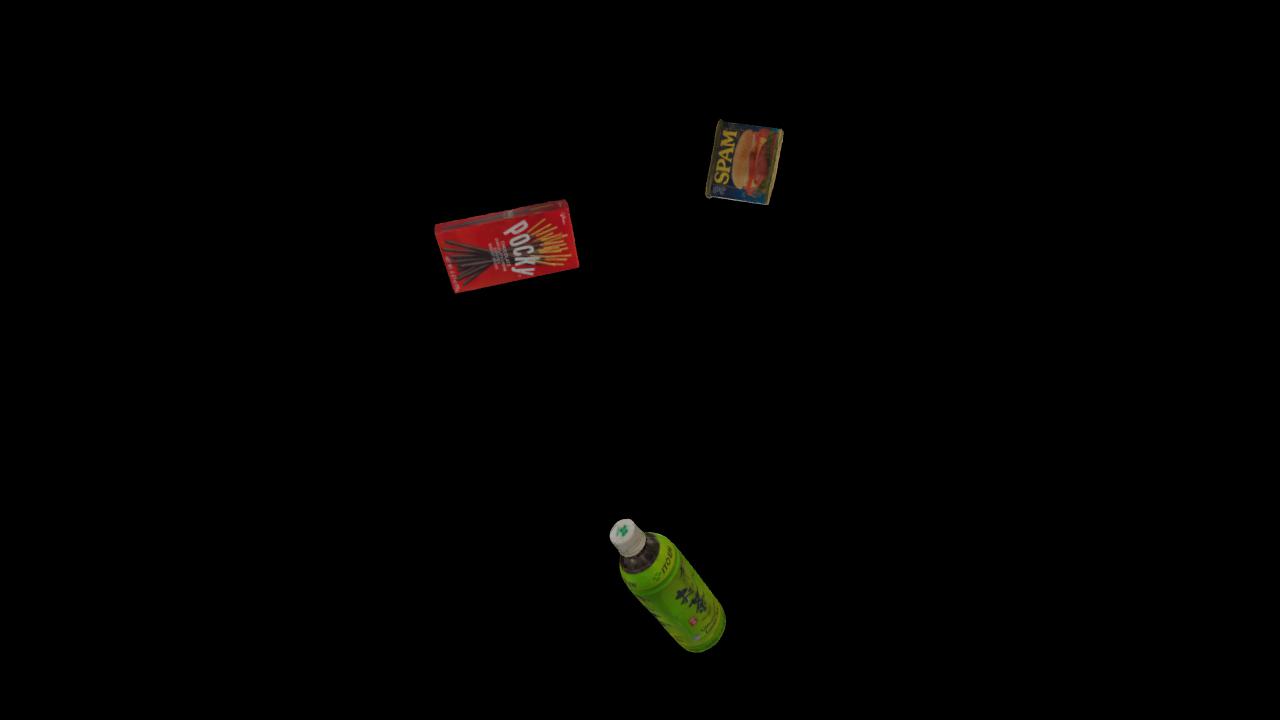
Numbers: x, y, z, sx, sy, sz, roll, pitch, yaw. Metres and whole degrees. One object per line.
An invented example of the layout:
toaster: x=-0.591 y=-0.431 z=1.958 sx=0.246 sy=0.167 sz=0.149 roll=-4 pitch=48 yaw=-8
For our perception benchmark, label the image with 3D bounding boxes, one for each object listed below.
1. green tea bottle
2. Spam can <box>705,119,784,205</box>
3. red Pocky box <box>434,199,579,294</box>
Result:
green tea bottle: x=0.028 y=0.251 z=0.696 sx=0.073 sy=0.212 sz=0.073 roll=-23 pitch=33 yaw=16
Spam can: x=0.140 y=-0.262 z=0.823 sx=0.085 sy=0.101 sz=0.058 roll=13 pitch=13 yaw=13
red Pocky box: x=-0.153 y=-0.133 z=0.722 sx=0.155 sy=0.083 sz=0.028 roll=-13 pitch=39 yaw=-7
